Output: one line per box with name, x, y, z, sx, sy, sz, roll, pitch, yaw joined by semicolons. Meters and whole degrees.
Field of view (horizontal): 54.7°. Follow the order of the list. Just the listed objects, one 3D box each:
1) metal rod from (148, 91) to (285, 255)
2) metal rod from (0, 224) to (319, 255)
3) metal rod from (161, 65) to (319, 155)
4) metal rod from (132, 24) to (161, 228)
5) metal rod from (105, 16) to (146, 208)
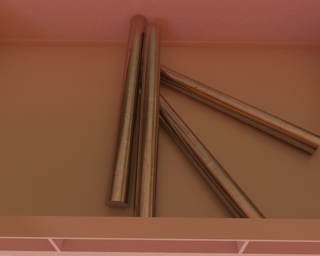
metal rod;0.039;0.021;0.387;0.025;0.025;0.300;-24;54;-19
metal rod;-0.006;0.108;0.295;0.302;0.025;0.025;-3;50;5
metal rod;0.074;-0.044;0.442;0.300;0.025;0.025;28;56;22
metal rod;-0.013;-0.022;0.396;0.025;0.025;0.299;1;58;1
metal rod;-0.041;-0.043;0.416;0.025;0.025;0.300;2;57;1
